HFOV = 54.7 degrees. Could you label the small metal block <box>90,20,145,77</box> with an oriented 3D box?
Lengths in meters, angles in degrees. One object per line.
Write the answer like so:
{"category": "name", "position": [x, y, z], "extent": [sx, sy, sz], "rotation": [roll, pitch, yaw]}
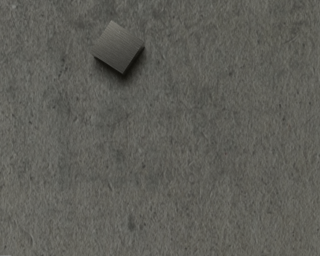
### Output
{"category": "small metal block", "position": [-0.055, -0.104, 0.409], "extent": [0.050, 0.025, 0.050], "rotation": [34, 90, -1]}
